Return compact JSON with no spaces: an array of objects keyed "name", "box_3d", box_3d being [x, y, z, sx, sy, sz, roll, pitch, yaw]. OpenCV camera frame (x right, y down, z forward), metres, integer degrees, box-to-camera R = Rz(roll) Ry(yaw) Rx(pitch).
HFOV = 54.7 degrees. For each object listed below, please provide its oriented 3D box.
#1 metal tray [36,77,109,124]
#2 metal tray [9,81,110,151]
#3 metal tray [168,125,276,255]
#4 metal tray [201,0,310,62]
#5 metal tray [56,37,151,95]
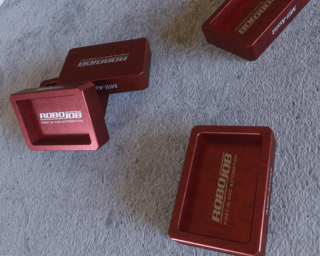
[{"name":"metal tray","box_3d":[-0.146,-0.044,0.504,0.130,0.030,0.090,-8,58,24]},{"name":"metal tray","box_3d":[-0.144,-0.014,0.443,0.130,0.089,0.030,-2,22,24]},{"name":"metal tray","box_3d":[0.068,0.061,0.327,0.090,0.030,0.130,1,62,28]},{"name":"metal tray","box_3d":[0.133,-0.161,0.429,0.130,0.030,0.090,-48,51,-6]},{"name":"metal tray","box_3d":[-0.082,-0.092,0.473,0.131,0.030,0.090,-6,49,10]}]
